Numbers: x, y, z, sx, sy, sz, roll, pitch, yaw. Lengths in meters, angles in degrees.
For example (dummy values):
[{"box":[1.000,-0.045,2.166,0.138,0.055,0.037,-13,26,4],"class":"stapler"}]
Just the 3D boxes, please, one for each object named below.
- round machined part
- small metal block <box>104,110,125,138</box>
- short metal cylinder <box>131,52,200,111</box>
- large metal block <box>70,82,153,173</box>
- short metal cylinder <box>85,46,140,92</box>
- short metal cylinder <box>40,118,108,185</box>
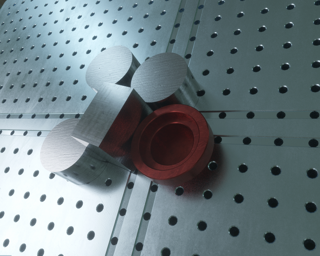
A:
[{"box":[0.018,0.023,0.374,0.098,0.042,0.098,-13,56,21],"class":"round machined part"},{"box":[-0.073,-0.013,0.454,0.050,0.025,0.050,16,70,34],"class":"small metal block"},{"box":[0.008,-0.055,0.422,0.080,0.050,0.080,-13,56,21],"class":"short metal cylinder"},{"box":[-0.052,0.000,0.397,0.050,0.080,0.080,17,71,35],"class":"large metal block"},{"box":[-0.066,-0.079,0.475,0.080,0.050,0.080,-13,56,21],"class":"short metal cylinder"},{"box":[-0.118,0.033,0.434,0.080,0.050,0.080,-13,56,21],"class":"short metal cylinder"}]
